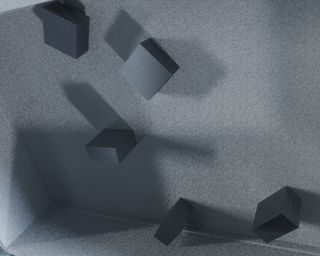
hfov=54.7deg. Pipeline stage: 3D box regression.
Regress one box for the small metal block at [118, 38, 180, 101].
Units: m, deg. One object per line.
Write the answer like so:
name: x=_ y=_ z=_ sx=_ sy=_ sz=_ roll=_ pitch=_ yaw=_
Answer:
small metal block: x=-0.013 y=-0.070 z=0.371 sx=0.050 sy=0.025 sz=0.050 roll=44 pitch=129 yaw=-3

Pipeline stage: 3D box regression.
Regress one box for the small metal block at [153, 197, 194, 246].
small metal block: x=0.021 y=0.141 z=0.468 sx=0.025 sy=0.050 sz=0.050 roll=35 pitch=129 yaw=5

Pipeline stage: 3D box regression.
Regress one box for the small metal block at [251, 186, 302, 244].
small metal block: x=0.144 y=0.107 z=0.382 sx=0.025 sy=0.050 sz=0.050 roll=41 pitch=129 yaw=0

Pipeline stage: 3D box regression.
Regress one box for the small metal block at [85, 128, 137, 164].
small metal block: x=-0.069 y=0.025 z=0.442 sx=0.050 sy=0.050 sz=0.025 roll=3 pitch=120 yaw=26

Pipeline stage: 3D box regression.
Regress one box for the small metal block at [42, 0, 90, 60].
small metal block: x=-0.117 y=-0.122 z=0.388 sx=0.050 sy=0.025 sz=0.050 roll=28 pitch=138 yaw=9
